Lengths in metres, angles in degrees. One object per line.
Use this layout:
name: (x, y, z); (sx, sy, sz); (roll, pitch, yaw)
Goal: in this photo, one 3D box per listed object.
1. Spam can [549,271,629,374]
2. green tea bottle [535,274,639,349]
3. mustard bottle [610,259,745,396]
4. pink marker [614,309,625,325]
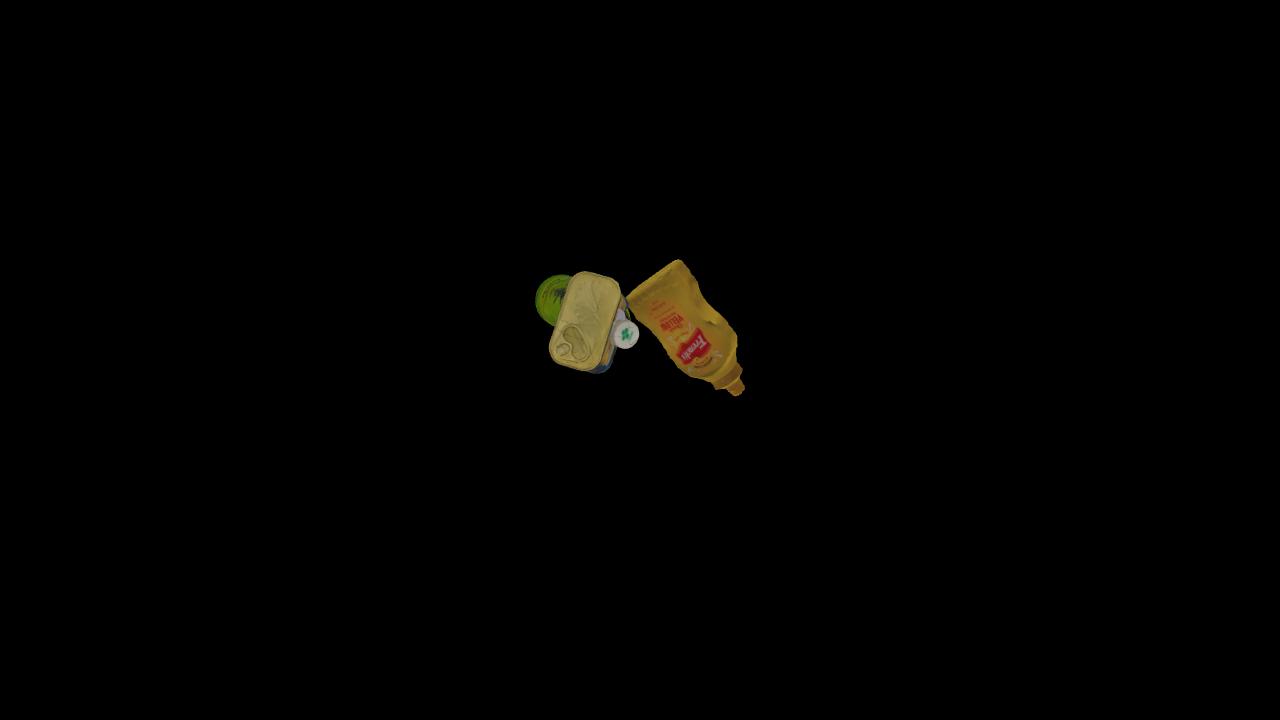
Spam can: (-0.052, -0.037, 0.671); (0.058, 0.101, 0.085); (18, -2, 8)
green tea bottle: (-0.062, -0.053, 0.738); (0.073, 0.073, 0.212); (0, 17, -30)
mustard bottle: (0.070, -0.028, 0.758); (0.092, 0.184, 0.054); (-32, 13, 32)
pink marker: (-0.041, -0.054, 0.704); (0.020, 0.020, 0.121); (0, 8, -17)
